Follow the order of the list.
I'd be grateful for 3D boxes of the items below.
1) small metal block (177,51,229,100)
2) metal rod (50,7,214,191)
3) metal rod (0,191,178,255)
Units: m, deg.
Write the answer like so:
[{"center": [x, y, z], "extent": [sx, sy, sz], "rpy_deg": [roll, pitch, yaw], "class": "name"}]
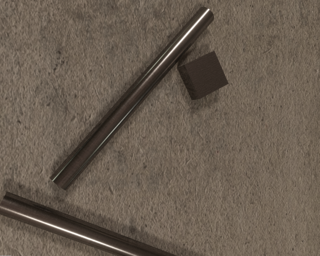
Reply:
[{"center": [0.060, -0.073, 0.432], "extent": [0.050, 0.025, 0.050], "rpy_deg": [-29, 100, -18], "class": "small metal block"}, {"center": [-0.027, -0.047, 0.399], "extent": [0.025, 0.025, 0.300], "rpy_deg": [43, 76, -15], "class": "metal rod"}, {"center": [-0.050, 0.149, 0.391], "extent": [0.301, 0.025, 0.025], "rpy_deg": [28, 81, -18], "class": "metal rod"}]
